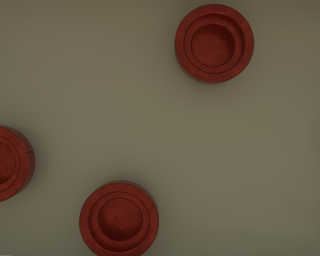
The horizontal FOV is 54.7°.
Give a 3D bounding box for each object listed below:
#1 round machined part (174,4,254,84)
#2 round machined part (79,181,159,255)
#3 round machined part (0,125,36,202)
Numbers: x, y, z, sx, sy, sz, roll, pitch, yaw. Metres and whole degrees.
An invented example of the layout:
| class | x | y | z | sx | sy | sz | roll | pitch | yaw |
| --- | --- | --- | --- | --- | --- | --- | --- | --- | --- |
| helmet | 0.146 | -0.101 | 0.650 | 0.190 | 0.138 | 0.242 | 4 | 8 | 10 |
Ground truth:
| class | x | y | z | sx | sy | sz | roll | pitch | yaw |
| --- | --- | --- | --- | --- | --- | --- | --- | --- | --- |
| round machined part | 0.068 | -0.105 | 0.404 | 0.099 | 0.042 | 0.097 | 0 | 90 | -1 |
| round machined part | -0.051 | 0.116 | 0.402 | 0.099 | 0.042 | 0.097 | 0 | 90 | -1 |
| round machined part | -0.210 | 0.044 | 0.400 | 0.099 | 0.042 | 0.097 | 0 | 90 | -1 |
